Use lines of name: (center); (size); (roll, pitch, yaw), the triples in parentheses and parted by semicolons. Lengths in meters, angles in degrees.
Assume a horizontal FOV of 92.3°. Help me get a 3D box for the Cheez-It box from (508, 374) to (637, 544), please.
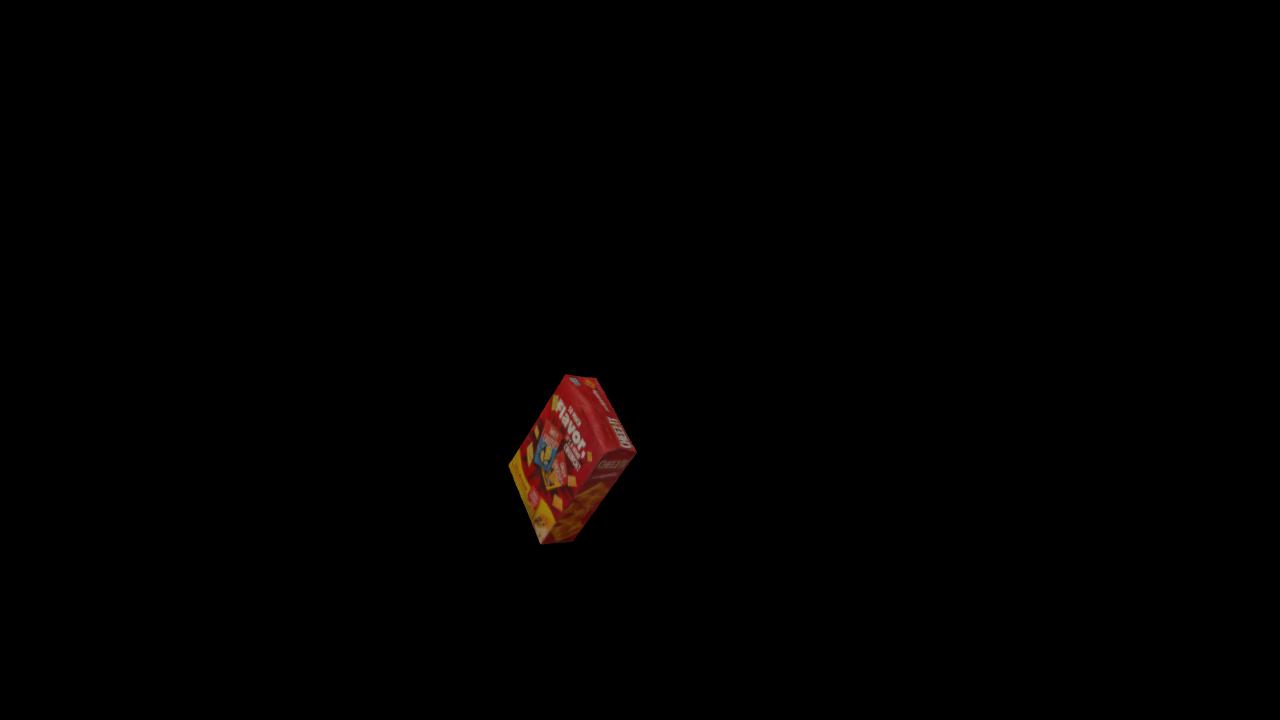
Cheez-It box: (-0.114, 0.157, 0.975); (0.071, 0.223, 0.166); (7, 37, -40)
